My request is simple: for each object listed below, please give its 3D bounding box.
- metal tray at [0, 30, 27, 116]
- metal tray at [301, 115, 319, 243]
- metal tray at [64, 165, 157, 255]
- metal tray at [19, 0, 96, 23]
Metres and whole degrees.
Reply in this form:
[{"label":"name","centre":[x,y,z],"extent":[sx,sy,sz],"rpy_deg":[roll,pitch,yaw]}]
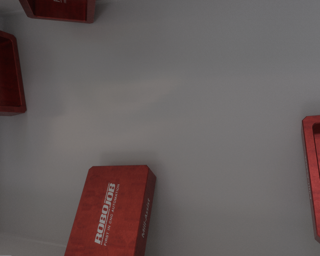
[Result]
[{"label":"metal tray","centre":[-0.254,-0.085,0.465],"extent":[0.030,0.090,0.129],"rpy_deg":[-11,86,20]},{"label":"metal tray","centre":[0.197,0.048,0.308],"extent":[0.090,0.030,0.130],"rpy_deg":[-5,62,20]},{"label":"metal tray","centre":[-0.060,0.112,0.393],"extent":[0.090,0.030,0.130],"rpy_deg":[-4,55,19]},{"label":"metal tray","centre":[-0.127,-0.168,0.384],"extent":[0.091,0.130,0.030],"rpy_deg":[1,91,-14]}]
